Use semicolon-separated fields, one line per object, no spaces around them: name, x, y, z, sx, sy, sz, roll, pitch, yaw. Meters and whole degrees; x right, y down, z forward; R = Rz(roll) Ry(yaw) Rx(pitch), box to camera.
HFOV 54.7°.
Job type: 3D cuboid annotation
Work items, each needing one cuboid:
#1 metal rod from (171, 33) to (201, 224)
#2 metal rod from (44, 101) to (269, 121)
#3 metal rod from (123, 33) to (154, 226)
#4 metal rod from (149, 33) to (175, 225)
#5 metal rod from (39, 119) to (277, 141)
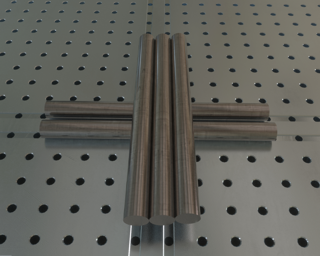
metal rod;0.028;-0.026;0.398;0.025;0.025;0.300;1;50;0
metal rod;-0.004;-0.024;0.428;0.302;0.025;0.025;1;50;0
metal rod;-0.022;-0.025;0.396;0.025;0.025;0.300;1;50;0
metal rod;0.003;-0.025;0.397;0.025;0.025;0.300;1;50;0
metal rod;-0.002;0.003;0.405;0.302;0.025;0.025;1;50;0
